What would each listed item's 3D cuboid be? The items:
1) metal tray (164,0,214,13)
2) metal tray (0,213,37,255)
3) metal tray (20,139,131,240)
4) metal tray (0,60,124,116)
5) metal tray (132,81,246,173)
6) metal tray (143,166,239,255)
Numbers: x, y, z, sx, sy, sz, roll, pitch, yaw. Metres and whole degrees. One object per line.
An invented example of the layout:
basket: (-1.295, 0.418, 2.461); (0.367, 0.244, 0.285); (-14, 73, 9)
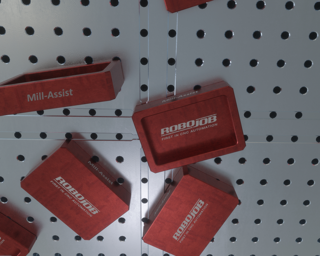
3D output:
metal tray: (0.059, -0.190, 0.341); (0.130, 0.030, 0.090); (-16, 110, 5)
metal tray: (-0.269, 0.193, 0.479); (0.090, 0.030, 0.130); (41, 105, -14)
metal tray: (-0.117, 0.090, 0.443); (0.090, 0.030, 0.130); (-40, 106, 13)
metal tray: (-0.113, -0.049, 0.359); (0.131, 0.090, 0.030); (-8, 110, 3)
metal tray: (0.038, 0.000, 0.410); (0.130, 0.030, 0.090); (-16, 110, 5)
metal tray: (0.043, 0.129, 0.458); (0.090, 0.030, 0.129); (27, 108, -10)
